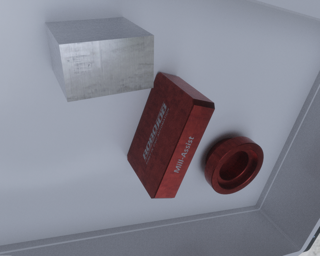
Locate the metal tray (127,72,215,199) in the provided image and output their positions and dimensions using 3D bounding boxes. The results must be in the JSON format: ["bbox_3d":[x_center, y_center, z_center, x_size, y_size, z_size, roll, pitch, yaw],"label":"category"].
[{"bbox_3d":[0.007,0.009,0.377,0.030,0.090,0.129,8,115,-32],"label":"metal tray"}]

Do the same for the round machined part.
[{"bbox_3d":[0.113,0.055,0.496,0.099,0.042,0.097,-14,125,-21],"label":"round machined part"}]

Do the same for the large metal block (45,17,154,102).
[{"bbox_3d":[-0.059,-0.070,0.298,0.081,0.080,0.050,-13,124,-22],"label":"large metal block"}]
